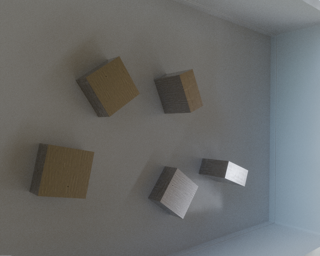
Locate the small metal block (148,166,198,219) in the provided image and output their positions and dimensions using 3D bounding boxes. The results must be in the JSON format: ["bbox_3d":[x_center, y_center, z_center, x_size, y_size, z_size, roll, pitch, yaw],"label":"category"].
[{"bbox_3d":[0.019,0.088,0.423,0.050,0.025,0.050,44,64,-31],"label":"small metal block"}]

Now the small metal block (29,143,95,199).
[{"bbox_3d":[-0.101,0.045,0.322,0.050,0.025,0.050,15,81,-39],"label":"small metal block"}]

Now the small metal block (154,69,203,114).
[{"bbox_3d":[0.024,-0.047,0.410,0.025,0.050,0.050,-30,109,-36],"label":"small metal block"}]

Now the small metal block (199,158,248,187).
[{"bbox_3d":[0.096,0.067,0.471,0.050,0.050,0.025,26,74,-37],"label":"small metal block"}]

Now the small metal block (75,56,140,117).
[{"bbox_3d":[-0.059,-0.047,0.357,0.050,0.025,0.050,-42,116,-32],"label":"small metal block"}]
